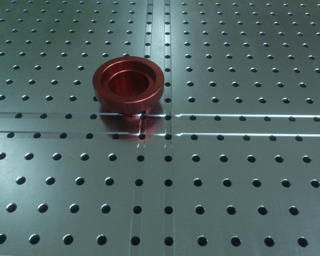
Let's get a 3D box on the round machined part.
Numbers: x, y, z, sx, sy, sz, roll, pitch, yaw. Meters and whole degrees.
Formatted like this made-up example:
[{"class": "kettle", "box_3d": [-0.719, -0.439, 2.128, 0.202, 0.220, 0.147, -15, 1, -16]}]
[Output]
[{"class": "round machined part", "box_3d": [-0.044, -0.056, 0.443, 0.099, 0.042, 0.098, 0, 50, 0]}]
